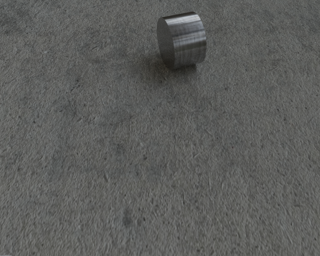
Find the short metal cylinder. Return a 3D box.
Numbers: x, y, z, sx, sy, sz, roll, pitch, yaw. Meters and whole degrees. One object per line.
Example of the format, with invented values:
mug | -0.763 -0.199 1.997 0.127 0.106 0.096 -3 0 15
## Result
short metal cylinder | 0.032 -0.135 0.481 0.050 0.080 0.080 -15 52 -12
